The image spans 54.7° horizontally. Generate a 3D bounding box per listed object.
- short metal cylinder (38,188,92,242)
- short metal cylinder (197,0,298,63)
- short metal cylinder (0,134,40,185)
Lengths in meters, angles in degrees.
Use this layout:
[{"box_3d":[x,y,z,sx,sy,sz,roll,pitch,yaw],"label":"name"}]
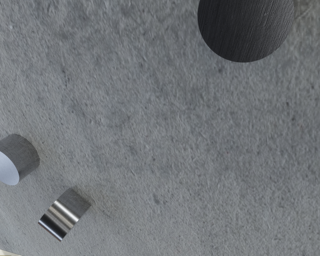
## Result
[{"box_3d":[-0.168,0.154,0.553,0.050,0.080,0.080,40,129,1],"label":"short metal cylinder"},{"box_3d":[0.081,-0.106,0.282,0.080,0.050,0.079,13,124,20],"label":"short metal cylinder"},{"box_3d":[-0.270,0.057,0.565,0.080,0.050,0.079,13,124,20],"label":"short metal cylinder"}]
